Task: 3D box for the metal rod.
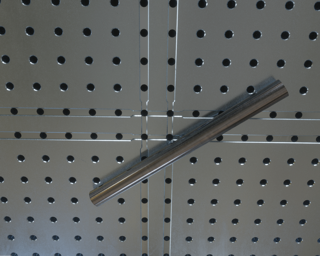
[{"bbox_3d":[0.031,0.026,0.422,0.300,0.025,0.025,-31,107,11],"label":"metal rod"}]
